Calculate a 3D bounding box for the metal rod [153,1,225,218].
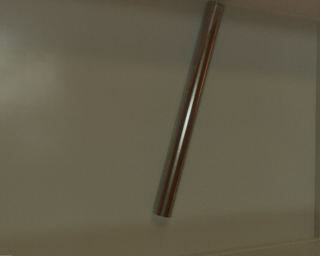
[{"bbox_3d":[0.041,-0.029,0.425,0.025,0.025,0.299,17,84,-19],"label":"metal rod"}]
